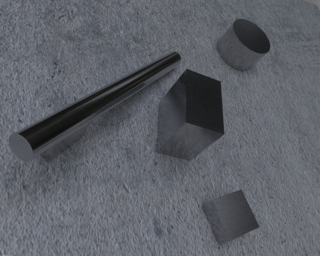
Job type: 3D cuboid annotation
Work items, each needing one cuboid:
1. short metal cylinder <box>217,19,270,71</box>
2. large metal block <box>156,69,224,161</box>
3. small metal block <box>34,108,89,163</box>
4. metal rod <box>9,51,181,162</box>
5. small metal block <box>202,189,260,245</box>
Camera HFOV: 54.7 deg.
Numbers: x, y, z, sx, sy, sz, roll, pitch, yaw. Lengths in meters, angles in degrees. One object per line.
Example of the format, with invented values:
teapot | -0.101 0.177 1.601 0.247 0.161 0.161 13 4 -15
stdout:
short metal cylinder | 0.152 -0.151 0.564 0.081 0.050 0.080 14 56 -21
large metal block | 0.036 -0.014 0.399 0.050 0.080 0.080 17 55 -19
small metal block | -0.104 0.004 0.330 0.025 0.050 0.050 46 51 3
metal rod | -0.044 -0.046 0.363 0.025 0.025 0.302 44 36 2
small metal block | 0.088 0.110 0.386 0.050 0.025 0.050 -9 67 -33
